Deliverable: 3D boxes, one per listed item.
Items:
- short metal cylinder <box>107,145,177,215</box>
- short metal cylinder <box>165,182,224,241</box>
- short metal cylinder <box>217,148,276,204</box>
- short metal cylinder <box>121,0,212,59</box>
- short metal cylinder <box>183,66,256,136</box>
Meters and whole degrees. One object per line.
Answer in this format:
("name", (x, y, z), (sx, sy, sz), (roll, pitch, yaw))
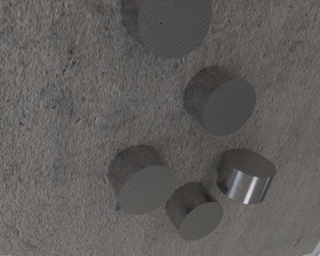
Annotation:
("short metal cylinder", (-0.025, 0.070, 0.420), (0.081, 0.050, 0.079), (-14, 124, -21))
("short metal cylinder", (0.055, 0.135, 0.504), (0.081, 0.050, 0.079), (-14, 124, -21))
("short metal cylinder", (0.136, 0.075, 0.491), (0.081, 0.080, 0.050), (-2, 119, -28))
("short metal cylinder", (0.006, -0.118, 0.321), (0.081, 0.050, 0.079), (-14, 124, -21))
("short metal cylinder", (0.079, -0.036, 0.411), (0.081, 0.050, 0.079), (-14, 124, -21))
